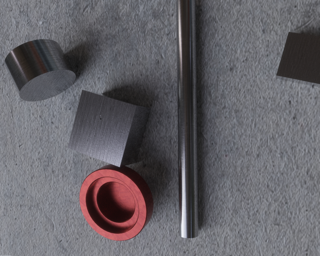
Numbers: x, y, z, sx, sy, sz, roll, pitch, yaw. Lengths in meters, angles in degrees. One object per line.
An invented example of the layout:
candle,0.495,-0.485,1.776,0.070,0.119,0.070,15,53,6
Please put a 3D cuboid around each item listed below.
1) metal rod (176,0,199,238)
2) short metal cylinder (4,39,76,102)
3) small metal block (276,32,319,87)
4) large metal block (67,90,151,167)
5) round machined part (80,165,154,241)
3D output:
metal rod,0.035,-0.013,0.395,0.025,0.025,0.298,-1,90,19
short metal cylinder,-0.168,-0.080,0.437,0.080,0.080,0.050,-32,80,17
small metal block,0.165,-0.077,0.351,0.050,0.025,0.050,16,95,19
large metal block,-0.067,-0.001,0.418,0.080,0.050,0.080,17,96,19
round machined part,-0.054,0.095,0.412,0.098,0.042,0.097,4,102,21
